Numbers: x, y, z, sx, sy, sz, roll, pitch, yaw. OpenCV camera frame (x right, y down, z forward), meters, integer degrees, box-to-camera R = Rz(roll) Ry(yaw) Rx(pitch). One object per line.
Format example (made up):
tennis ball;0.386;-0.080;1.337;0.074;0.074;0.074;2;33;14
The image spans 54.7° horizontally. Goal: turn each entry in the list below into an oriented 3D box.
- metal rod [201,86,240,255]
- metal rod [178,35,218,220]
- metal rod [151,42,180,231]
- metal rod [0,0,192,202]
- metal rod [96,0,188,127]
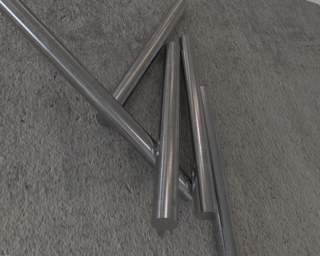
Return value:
metal rod;0.074;0.074;0.398;0.025;0.025;0.299;9;58;-23
metal rod;0.047;-0.025;0.424;0.025;0.025;0.300;15;50;-20
metal rod;0.012;-0.019;0.386;0.025;0.025;0.300;21;43;-16
metal rod;-0.062;-0.028;0.352;0.300;0.025;0.025;47;50;-9
metal rod;-0.014;-0.116;0.466;0.025;0.025;0.301;32;51;-8
